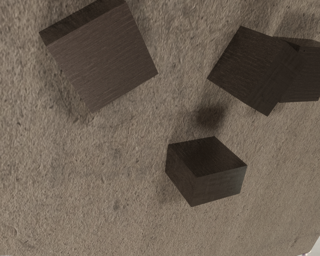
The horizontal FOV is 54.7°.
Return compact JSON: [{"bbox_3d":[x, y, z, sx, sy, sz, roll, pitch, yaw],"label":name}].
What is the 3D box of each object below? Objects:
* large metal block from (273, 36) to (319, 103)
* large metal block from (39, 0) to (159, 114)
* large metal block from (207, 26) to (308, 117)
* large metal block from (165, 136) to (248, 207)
[{"bbox_3d":[0.198,-0.085,0.449,0.081,0.050,0.079,-5,121,-27],"label":"large metal block"},{"bbox_3d":[-0.060,-0.075,0.312,0.080,0.050,0.080,-33,129,-7],"label":"large metal block"},{"bbox_3d":[0.119,-0.073,0.393,0.050,0.080,0.080,22,106,-37],"label":"large metal block"},{"bbox_3d":[0.063,0.059,0.444,0.081,0.080,0.050,-9,122,-24],"label":"large metal block"}]
